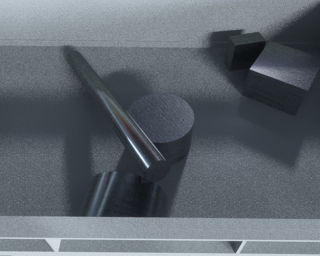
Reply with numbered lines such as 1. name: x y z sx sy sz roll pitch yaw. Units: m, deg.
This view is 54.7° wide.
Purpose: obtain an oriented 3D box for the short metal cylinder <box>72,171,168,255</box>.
1. short metal cylinder: -0.036 0.085 0.298 0.080 0.080 0.050 8 51 6

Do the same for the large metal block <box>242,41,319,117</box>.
1. large metal block: 0.179 -0.074 0.454 0.080 0.050 0.080 26 55 20

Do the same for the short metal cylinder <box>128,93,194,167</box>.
1. short metal cylinder: 0.000 0.002 0.387 0.081 0.050 0.080 0 50 0

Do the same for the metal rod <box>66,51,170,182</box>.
1. metal rod: -0.070 -0.037 0.390 0.025 0.025 0.300 -22 40 -18

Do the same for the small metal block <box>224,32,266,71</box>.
1. small metal block: 0.134 -0.121 0.492 0.050 0.050 0.025 -11 51 -9
